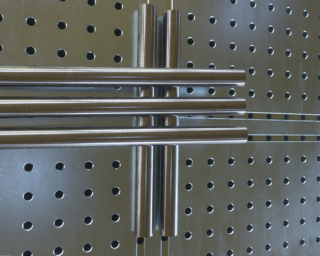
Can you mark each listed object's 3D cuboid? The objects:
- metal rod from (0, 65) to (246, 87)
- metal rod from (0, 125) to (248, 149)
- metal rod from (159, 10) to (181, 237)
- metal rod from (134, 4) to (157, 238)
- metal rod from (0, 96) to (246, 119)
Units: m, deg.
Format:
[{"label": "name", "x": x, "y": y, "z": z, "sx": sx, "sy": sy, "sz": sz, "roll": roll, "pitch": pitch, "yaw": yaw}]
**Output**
[{"label": "metal rod", "x": -0.040, "y": -0.062, "z": 0.376, "sx": 0.302, "sy": 0.025, "sz": 0.025, "roll": -2, "pitch": 91, "yaw": -12}, {"label": "metal rod", "x": -0.038, "y": 0.010, "z": 0.377, "sx": 0.302, "sy": 0.025, "sz": 0.025, "roll": -1, "pitch": 90, "yaw": -12}, {"label": "metal rod", "x": 0.014, "y": -0.006, "z": 0.419, "sx": 0.025, "sy": 0.025, "sz": 0.298, "roll": 1, "pitch": 90, "yaw": -20}, {"label": "metal rod", "x": -0.019, "y": -0.010, "z": 0.407, "sx": 0.025, "sy": 0.025, "sz": 0.298, "roll": 1, "pitch": 90, "yaw": -20}, {"label": "metal rod", "x": -0.039, "y": -0.026, "z": 0.377, "sx": 0.302, "sy": 0.025, "sz": 0.025, "roll": -1, "pitch": 91, "yaw": -12}]
